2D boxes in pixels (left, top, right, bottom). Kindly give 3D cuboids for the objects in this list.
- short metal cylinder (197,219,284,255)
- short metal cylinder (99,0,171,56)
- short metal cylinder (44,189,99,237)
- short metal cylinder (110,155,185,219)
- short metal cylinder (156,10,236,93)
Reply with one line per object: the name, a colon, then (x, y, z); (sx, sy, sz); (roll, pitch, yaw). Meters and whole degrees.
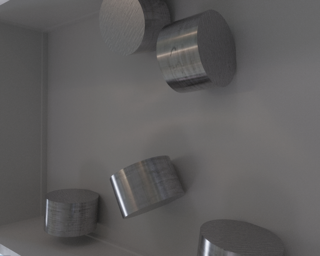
short metal cylinder: (0.077, 0.131, 0.307); (0.080, 0.081, 0.050); (11, 97, 39)
short metal cylinder: (-0.033, -0.138, 0.405); (0.080, 0.050, 0.079); (16, 116, 36)
short metal cylinder: (-0.139, 0.130, 0.486); (0.080, 0.081, 0.050); (7, 94, 40)
short metal cylinder: (-0.016, 0.074, 0.384); (0.080, 0.081, 0.050); (-35, 68, 34)
short metal cylinder: (0.041, -0.081, 0.337); (0.050, 0.081, 0.080); (-4, 87, 40)
